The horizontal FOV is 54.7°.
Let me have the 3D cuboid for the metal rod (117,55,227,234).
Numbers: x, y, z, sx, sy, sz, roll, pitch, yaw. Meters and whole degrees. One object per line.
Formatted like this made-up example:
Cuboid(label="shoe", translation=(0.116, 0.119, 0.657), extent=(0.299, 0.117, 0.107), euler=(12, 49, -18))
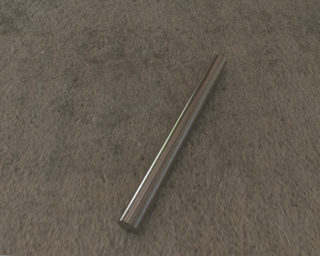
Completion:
Cuboid(label="metal rod", translation=(0.031, -0.002, 0.405), extent=(0.025, 0.025, 0.301), euler=(20, 53, 15))
